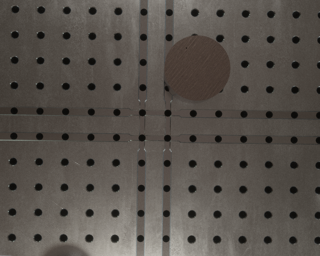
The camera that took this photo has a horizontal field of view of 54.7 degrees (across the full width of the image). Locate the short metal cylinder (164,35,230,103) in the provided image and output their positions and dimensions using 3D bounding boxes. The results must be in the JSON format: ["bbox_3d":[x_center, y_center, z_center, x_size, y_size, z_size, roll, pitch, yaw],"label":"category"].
[{"bbox_3d":[0.046,-0.073,0.401,0.081,0.050,0.079,0,90,-1],"label":"short metal cylinder"}]
